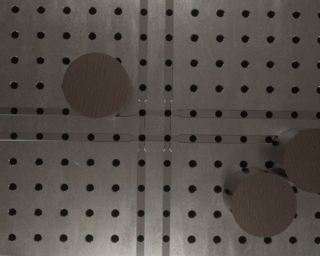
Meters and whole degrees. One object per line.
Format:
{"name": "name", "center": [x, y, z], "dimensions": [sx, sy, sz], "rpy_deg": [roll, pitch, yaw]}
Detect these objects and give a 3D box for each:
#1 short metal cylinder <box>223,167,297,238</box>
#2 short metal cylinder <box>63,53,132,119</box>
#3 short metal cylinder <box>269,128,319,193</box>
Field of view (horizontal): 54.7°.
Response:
{"name": "short metal cylinder", "center": [0.127, 0.094, 0.403], "dimensions": [0.081, 0.050, 0.079], "rpy_deg": [0, 90, -1]}
{"name": "short metal cylinder", "center": [-0.078, -0.052, 0.400], "dimensions": [0.081, 0.050, 0.079], "rpy_deg": [0, 90, -1]}
{"name": "short metal cylinder", "center": [0.191, 0.040, 0.404], "dimensions": [0.081, 0.050, 0.079], "rpy_deg": [0, 90, -1]}
